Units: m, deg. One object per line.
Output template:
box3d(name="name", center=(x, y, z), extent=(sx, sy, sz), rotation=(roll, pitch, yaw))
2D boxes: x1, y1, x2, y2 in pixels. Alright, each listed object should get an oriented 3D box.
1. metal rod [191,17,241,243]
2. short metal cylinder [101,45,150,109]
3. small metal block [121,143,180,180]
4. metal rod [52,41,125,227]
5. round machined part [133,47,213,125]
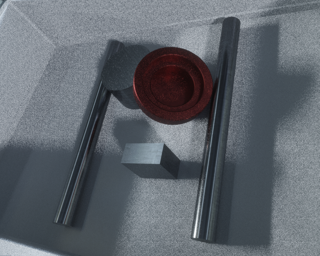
box3d(name="metal rod", center=(0.073, -0.018, 0.377), extent=(0.025, 0.025, 0.300), rotation=(-2, 61, 27))
box3d(name="short metal cylinder", center=(-0.038, -0.074, 0.453), extent=(0.080, 0.050, 0.080), rotation=(-13, 56, 21))
box3d(name="small metal block", center=(-0.010, 0.040, 0.369), extent=(0.050, 0.050, 0.025), rotation=(-2, 61, 27))
box3d(name="metal rod", center=(-0.098, -0.009, 0.460), extent=(0.025, 0.025, 0.299), rotation=(-3, 60, 26))
box3d(name="round machined part", center=(0.015, -0.050, 0.398), extent=(0.099, 0.042, 0.098), rotation=(2, 74, -7))
